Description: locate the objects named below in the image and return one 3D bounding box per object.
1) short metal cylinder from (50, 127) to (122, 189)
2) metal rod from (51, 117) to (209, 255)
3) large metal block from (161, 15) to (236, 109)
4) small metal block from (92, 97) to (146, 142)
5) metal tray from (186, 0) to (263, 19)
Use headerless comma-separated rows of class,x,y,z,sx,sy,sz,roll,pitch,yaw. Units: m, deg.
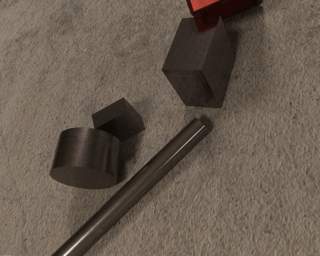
short metal cylinder,-0.092,0.040,0.390,0.080,0.080,0.050,-10,58,23
metal rod,-0.057,0.100,0.371,0.300,0.025,0.025,-44,51,-3
large metal block,0.053,-0.081,0.390,0.050,0.080,0.080,7,65,31
small metal block,-0.055,-0.008,0.420,0.050,0.050,0.025,-28,53,10
metal tray,0.087,-0.170,0.402,0.090,0.130,0.030,-18,96,17
